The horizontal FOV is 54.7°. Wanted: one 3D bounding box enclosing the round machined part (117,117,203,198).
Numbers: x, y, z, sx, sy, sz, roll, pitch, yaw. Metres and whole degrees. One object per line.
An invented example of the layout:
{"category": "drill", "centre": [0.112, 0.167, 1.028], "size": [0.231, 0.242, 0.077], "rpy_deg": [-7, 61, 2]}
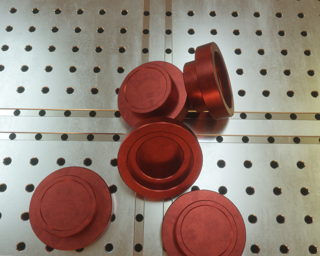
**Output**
{"category": "round machined part", "centre": [0.000, 0.032, 0.374], "size": [0.099, 0.042, 0.097], "rpy_deg": [-1, 110, -2]}

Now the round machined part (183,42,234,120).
{"category": "round machined part", "centre": [0.062, -0.057, 0.401], "size": [0.042, 0.098, 0.098], "rpy_deg": [-13, 68, 23]}

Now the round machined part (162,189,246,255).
{"category": "round machined part", "centre": [0.051, 0.120, 0.359], "size": [0.099, 0.042, 0.098], "rpy_deg": [0, 70, -1]}

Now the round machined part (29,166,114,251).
{"category": "round machined part", "centre": [-0.106, 0.093, 0.367], "size": [0.099, 0.042, 0.098], "rpy_deg": [0, 70, -1]}

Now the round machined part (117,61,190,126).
{"category": "round machined part", "centre": [-0.011, -0.044, 0.403], "size": [0.098, 0.042, 0.098], "rpy_deg": [-6, 72, 18]}
